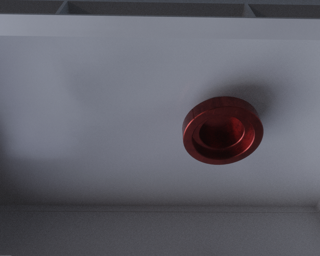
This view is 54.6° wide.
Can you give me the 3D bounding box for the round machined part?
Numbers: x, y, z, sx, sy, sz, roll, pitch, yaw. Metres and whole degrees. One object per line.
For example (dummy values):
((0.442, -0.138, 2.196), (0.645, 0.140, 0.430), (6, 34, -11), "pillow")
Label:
((0.077, -0.001, 0.397), (0.099, 0.042, 0.097), (0, 130, 0), "round machined part")
